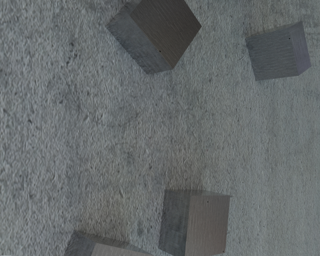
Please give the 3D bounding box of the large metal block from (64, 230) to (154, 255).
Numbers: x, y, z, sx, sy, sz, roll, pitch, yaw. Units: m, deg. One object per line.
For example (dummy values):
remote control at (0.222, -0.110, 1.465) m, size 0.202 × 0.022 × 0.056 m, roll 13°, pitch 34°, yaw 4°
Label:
large metal block at (-0.063, 0.165, 0.336) m, size 0.080 × 0.050 × 0.080 m, roll 30°, pitch 71°, yaw -36°

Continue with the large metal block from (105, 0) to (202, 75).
large metal block at (-0.005, -0.126, 0.384) m, size 0.080 × 0.050 × 0.080 m, roll 47°, pitch 62°, yaw -30°

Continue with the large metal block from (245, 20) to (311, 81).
large metal block at (0.206, -0.132, 0.541) m, size 0.050 × 0.080 × 0.080 m, roll -32°, pitch 110°, yaw -36°

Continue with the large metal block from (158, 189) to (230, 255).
large metal block at (0.049, 0.129, 0.429) m, size 0.081 × 0.050 × 0.080 m, roll 10°, pitch 84°, yaw -40°
